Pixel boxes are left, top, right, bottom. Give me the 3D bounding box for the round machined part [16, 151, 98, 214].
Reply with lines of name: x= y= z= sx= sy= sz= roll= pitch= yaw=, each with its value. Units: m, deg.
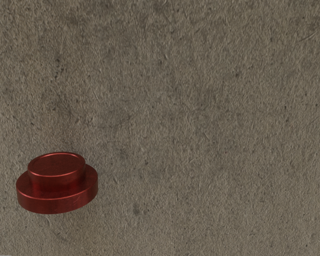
round machined part: x=-0.129 y=0.063 z=0.393 sx=0.099 sy=0.098 sz=0.042 roll=2 pitch=110 yaw=-1
